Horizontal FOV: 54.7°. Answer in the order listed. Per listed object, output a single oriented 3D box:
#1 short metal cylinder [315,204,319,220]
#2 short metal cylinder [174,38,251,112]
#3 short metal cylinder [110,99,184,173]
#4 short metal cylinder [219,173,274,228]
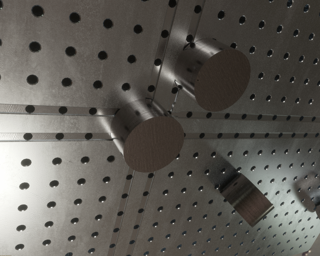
[{"bbox_3d":[0.424,0.208,0.741,0.050,0.080,0.080,-29,129,-10],"label":"short metal cylinder"},{"bbox_3d":[0.066,-0.067,0.391,0.081,0.050,0.079,-14,125,-21],"label":"short metal cylinder"},{"bbox_3d":[-0.017,0.009,0.393,0.081,0.050,0.079,-14,124,-21],"label":"short metal cylinder"},{"bbox_3d":[0.150,0.124,0.537,0.050,0.080,0.080,-43,130,1],"label":"short metal cylinder"}]
